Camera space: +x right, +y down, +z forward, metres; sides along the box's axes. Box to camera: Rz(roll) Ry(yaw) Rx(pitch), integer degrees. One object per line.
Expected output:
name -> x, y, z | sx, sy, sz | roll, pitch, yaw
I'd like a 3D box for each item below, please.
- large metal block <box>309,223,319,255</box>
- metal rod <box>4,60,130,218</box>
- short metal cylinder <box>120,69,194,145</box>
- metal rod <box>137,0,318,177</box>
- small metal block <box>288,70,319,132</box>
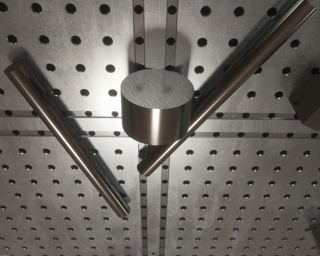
large metal block -> 0.325, 0.231, 0.578 | 0.050, 0.080, 0.080 | -20, 128, 16
metal rod -> -0.114, 0.037, 0.441 | 0.025, 0.025, 0.299 | -16, 129, 12
short metal cylinder -> -0.004, -0.026, 0.354 | 0.081, 0.080, 0.050 | 2, 130, -2
metal rod -> 0.062, -0.031, 0.385 | 0.025, 0.025, 0.298 | 28, 125, -22
small metal block -> 0.189, -0.033, 0.370 | 0.025, 0.050, 0.050 | 22, 127, -18
